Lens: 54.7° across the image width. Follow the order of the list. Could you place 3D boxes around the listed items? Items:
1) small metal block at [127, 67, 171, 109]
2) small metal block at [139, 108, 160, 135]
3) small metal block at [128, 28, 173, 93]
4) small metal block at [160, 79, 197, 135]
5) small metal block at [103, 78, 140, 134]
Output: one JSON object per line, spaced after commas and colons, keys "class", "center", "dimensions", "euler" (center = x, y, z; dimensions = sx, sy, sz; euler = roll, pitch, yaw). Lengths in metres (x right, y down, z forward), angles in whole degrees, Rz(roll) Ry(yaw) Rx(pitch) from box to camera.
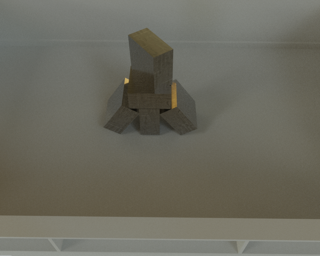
{"class": "small metal block", "center": [-0.012, -0.050, 0.379], "dimensions": [0.050, 0.025, 0.050], "euler": [1, 50, 0]}
{"class": "small metal block", "center": [-0.013, -0.026, 0.408], "dimensions": [0.025, 0.050, 0.050], "euler": [1, 50, 1]}
{"class": "small metal block", "center": [-0.010, -0.077, 0.353], "dimensions": [0.025, 0.050, 0.050], "euler": [-29, 56, -21]}
{"class": "small metal block", "center": [0.024, -0.027, 0.406], "dimensions": [0.025, 0.050, 0.050], "euler": [-23, 44, 26]}
{"class": "small metal block", "center": [-0.049, -0.028, 0.406], "dimensions": [0.025, 0.050, 0.050], "euler": [24, 45, -25]}
